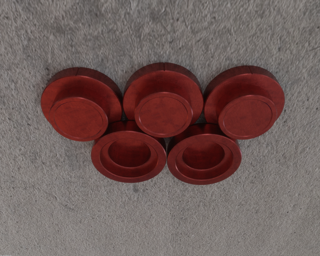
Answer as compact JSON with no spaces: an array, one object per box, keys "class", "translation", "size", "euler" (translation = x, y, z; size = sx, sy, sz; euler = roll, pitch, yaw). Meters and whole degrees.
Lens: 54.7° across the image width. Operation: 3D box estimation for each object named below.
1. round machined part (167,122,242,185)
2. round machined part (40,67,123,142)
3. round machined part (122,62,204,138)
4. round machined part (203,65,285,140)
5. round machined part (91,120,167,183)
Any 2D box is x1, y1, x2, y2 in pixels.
[{"class":"round machined part","translation":[0.058,0.031,0.425],"size":[0.099,0.042,0.097],"euler":[-1,130,0]},{"class":"round machined part","translation":[-0.095,-0.022,0.378],"size":[0.099,0.042,0.097],"euler":[-1,130,0]},{"class":"round machined part","translation":[0.004,-0.027,0.375],"size":[0.099,0.042,0.097],"euler":[-1,130,0]},{"class":"round machined part","translation":[0.103,-0.024,0.379],"size":[0.099,0.042,0.097],"euler":[-1,130,0]},{"class":"round machined part","translation":[-0.041,0.027,0.420],"size":[0.099,0.042,0.097],"euler":[-1,130,0]}]
